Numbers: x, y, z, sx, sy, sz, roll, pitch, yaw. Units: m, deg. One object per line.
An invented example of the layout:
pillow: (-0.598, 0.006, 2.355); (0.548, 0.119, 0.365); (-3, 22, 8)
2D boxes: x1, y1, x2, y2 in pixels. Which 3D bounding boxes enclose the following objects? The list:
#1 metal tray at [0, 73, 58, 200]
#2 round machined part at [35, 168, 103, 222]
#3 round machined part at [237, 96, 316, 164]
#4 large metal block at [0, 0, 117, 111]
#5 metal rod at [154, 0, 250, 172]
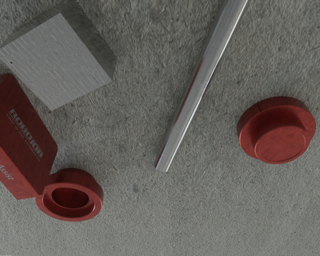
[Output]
metal tray: (-0.174, 0.012, 0.372); (0.030, 0.090, 0.129); (-10, 130, 8)
round machined part: (-0.137, 0.100, 0.479); (0.099, 0.042, 0.097); (-1, 130, 0)
round machined part: (0.154, 0.010, 0.407); (0.099, 0.042, 0.097); (-1, 130, 0)
large metal block: (-0.103, -0.076, 0.325); (0.080, 0.050, 0.080); (-23, 127, 18)
metal rod: (0.046, -0.054, 0.361); (0.025, 0.025, 0.298); (13, 129, -11)
